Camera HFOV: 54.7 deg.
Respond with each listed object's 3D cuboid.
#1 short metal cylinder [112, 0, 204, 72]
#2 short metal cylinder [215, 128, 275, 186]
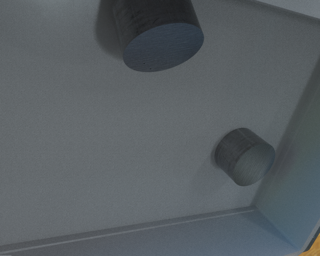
[{"bbox_3d":[-0.003,-0.098,0.306,0.081,0.050,0.080,-14,163,-4],"label":"short metal cylinder"},{"bbox_3d":[0.136,0.046,0.498,0.081,0.050,0.079,-14,125,-21],"label":"short metal cylinder"}]
